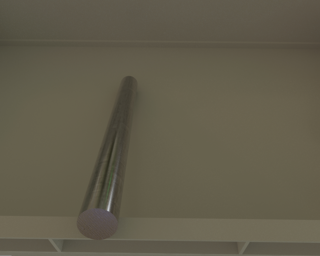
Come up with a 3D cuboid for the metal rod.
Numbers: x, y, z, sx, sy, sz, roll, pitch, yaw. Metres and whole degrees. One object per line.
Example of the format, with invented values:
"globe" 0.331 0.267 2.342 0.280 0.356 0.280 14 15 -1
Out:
"metal rod" -0.042 -0.003 0.326 0.025 0.025 0.300 -1 25 -1
